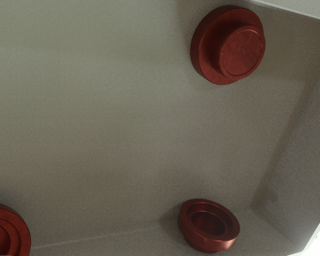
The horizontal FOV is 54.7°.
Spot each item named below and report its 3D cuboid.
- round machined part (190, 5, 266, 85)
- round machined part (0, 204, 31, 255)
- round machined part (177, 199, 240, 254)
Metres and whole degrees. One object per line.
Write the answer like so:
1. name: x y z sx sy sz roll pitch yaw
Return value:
1. round machined part: 0.091 -0.099 0.386 0.099 0.042 0.097 -14 124 -21
2. round machined part: -0.203 0.133 0.353 0.099 0.042 0.097 -2 94 -32
3. round machined part: 0.075 0.162 0.502 0.099 0.098 0.042 0 117 -29
